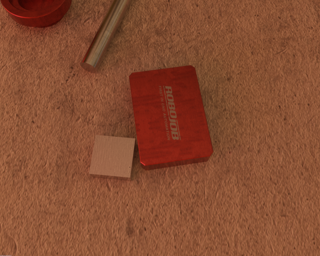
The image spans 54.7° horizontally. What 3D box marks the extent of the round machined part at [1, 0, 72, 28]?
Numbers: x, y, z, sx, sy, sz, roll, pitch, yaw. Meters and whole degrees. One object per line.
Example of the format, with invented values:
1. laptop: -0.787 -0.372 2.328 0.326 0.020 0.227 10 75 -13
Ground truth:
1. round machined part: -0.182 -0.192 0.468 0.099 0.042 0.098 0 70 0

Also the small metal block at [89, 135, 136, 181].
1. small metal block: -0.058 0.038 0.394 0.050 0.025 0.050 5 70 2

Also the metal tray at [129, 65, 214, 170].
1. metal tray: 0.012 -0.015 0.411 0.091 0.030 0.130 -8 70 -3

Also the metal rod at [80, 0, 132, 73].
1. metal rod: -0.051 -0.218 0.487 0.025 0.025 0.300 19 71 6
